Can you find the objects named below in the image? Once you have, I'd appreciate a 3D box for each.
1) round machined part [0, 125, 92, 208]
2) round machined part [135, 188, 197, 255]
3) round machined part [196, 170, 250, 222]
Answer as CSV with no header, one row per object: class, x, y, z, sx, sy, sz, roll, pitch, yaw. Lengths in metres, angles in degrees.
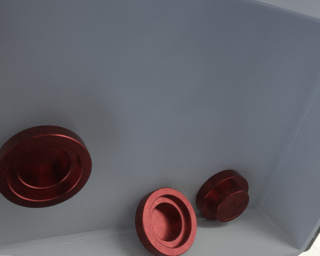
round machined part,-0.131,0.039,0.351,0.099,0.042,0.097,-14,125,-21
round machined part,0.004,0.143,0.467,0.099,0.098,0.042,11,151,-33
round machined part,0.116,0.125,0.541,0.099,0.042,0.097,-14,125,-21
